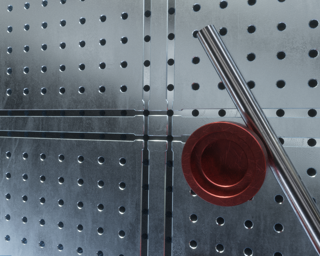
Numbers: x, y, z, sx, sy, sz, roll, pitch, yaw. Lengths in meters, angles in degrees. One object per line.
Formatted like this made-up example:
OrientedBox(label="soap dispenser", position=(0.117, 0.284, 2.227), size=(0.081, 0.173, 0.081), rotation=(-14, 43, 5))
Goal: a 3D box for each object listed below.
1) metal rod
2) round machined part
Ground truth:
OrientedBox(label="metal rod", position=(0.124, 0.009, 0.368), size=(0.025, 0.025, 0.299), rotation=(-30, 80, 17))
OrientedBox(label="round machined part", position=(0.079, 0.040, 0.371), size=(0.098, 0.042, 0.097), rotation=(2, 95, 26))
